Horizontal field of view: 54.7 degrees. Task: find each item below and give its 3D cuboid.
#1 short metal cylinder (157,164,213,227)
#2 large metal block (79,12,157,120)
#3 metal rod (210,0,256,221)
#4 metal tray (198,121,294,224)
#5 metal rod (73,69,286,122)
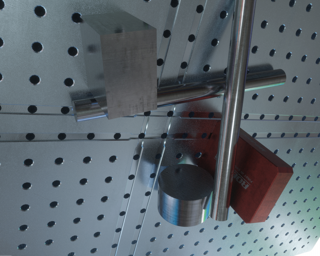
[{"bbox_3d":[0.037,0.097,0.456,0.081,0.080,0.050,-12,123,-22],"label":"short metal cylinder"},{"bbox_3d":[-0.043,-0.066,0.311,0.050,0.080,0.079,-14,124,-21],"label":"large metal block"},{"bbox_3d":[0.092,-0.022,0.397,0.025,0.025,0.298,-2,104,-27],"label":"metal rod"},{"bbox_3d":[0.113,0.058,0.441,0.030,0.130,0.089,7,115,-32],"label":"metal tray"},{"bbox_3d":[0.042,-0.047,0.404,0.303,0.025,0.025,-12,124,-22],"label":"metal rod"}]
